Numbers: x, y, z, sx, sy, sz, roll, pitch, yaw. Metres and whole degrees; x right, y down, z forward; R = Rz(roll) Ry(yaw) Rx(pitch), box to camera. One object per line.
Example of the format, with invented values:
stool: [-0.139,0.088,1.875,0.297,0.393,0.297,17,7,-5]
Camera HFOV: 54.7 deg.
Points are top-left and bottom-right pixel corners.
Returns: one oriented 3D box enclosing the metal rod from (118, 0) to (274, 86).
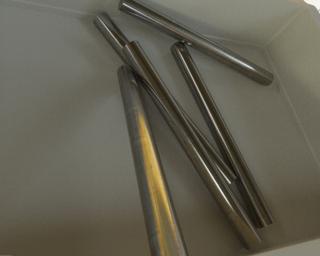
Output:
metal rod: [0.073,-0.133,0.502,0.302,0.025,0.025,19,54,-27]

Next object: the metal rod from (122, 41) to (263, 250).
metal rod: [0.038,0.017,0.399,0.025,0.025,0.299,-27,82,-37]

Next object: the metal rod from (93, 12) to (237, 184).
metal rod: [0.002,-0.044,0.435,0.025,0.025,0.299,-31,79,-38]

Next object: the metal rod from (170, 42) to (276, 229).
metal rod: [0.084,-0.003,0.454,0.025,0.025,0.299,-10,67,-33]

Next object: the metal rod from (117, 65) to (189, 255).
metal rod: [-0.018,0.011,0.313,0.025,0.025,0.300,13,32,-22]
